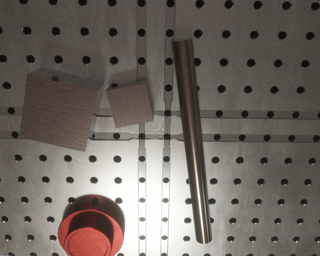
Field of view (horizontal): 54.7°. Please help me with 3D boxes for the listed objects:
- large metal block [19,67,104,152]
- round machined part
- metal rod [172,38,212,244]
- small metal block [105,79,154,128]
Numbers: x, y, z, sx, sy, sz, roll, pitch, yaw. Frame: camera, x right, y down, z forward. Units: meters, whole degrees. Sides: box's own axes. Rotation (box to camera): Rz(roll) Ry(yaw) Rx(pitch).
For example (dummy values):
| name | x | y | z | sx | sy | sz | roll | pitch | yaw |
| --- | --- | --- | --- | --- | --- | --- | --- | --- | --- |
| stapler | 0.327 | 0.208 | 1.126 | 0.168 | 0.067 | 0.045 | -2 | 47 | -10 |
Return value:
| name | x | y | z | sx | sy | sz | roll | pitch | yaw |
| --- | --- | --- | --- | --- | --- | --- | --- | --- | --- |
| large metal block | -0.121 | -0.024 | 0.390 | 0.081 | 0.050 | 0.079 | 14 | 109 | -6 |
| round machined part | -0.104 | 0.164 | 0.463 | 0.099 | 0.042 | 0.097 | 0 | 110 | -1 |
| metal rod | 0.047 | 0.032 | 0.425 | 0.025 | 0.025 | 0.298 | -8 | 110 | 2 |
| small metal block | -0.038 | -0.032 | 0.401 | 0.050 | 0.025 | 0.050 | -11 | 110 | 3 |
